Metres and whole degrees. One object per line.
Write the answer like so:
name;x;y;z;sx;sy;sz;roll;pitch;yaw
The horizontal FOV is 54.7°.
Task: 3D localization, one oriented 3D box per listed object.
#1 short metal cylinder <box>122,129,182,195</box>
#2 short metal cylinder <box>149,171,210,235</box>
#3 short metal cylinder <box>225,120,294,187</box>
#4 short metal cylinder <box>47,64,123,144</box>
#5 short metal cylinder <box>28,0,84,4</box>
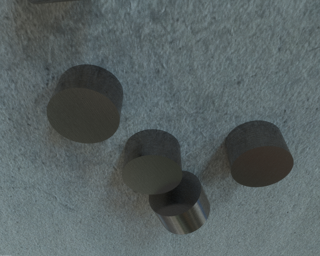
short metal cylinder;-0.010;0.048;0.432;0.081;0.050;0.079;0;130;0
short metal cylinder;0.030;0.111;0.466;0.080;0.080;0.050;-16;129;12
short metal cylinder;0.133;0.036;0.424;0.081;0.050;0.079;0;130;0
short metal cylinder;-0.086;-0.028;0.366;0.081;0.050;0.079;0;130;0
short metal cylinder;-0.084;-0.144;0.248;0.050;0.080;0.080;-4;130;3
